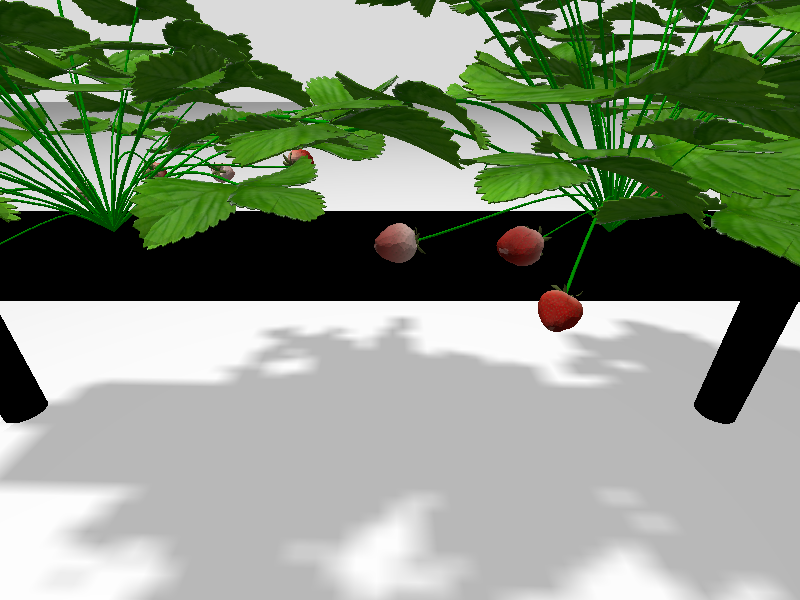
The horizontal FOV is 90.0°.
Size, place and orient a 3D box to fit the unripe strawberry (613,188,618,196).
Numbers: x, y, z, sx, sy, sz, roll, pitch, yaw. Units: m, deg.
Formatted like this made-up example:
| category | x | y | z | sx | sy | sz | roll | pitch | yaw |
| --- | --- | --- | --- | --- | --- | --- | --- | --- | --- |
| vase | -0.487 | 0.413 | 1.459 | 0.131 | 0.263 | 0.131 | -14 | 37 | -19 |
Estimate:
| category | x | y | z | sx | sy | sz | roll | pitch | yaw |
| --- | --- | --- | --- | --- | --- | --- | --- | --- | --- |
| unripe strawberry | 0.244 | -0.121 | 0.455 | 0.011 | 0.011 | 0.011 | 13 | 31 | 23 |

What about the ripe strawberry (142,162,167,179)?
| category | x | y | z | sx | sy | sz | roll | pitch | yaw |
| --- | --- | --- | --- | --- | --- | --- | --- | --- | --- |
| ripe strawberry | -0.324 | -0.167 | 0.531 | 0.029 | 0.030 | 0.031 | -9 | -3 | -16 |

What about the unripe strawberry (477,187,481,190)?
| category | x | y | z | sx | sy | sz | roll | pitch | yaw |
| --- | --- | --- | --- | --- | --- | --- | --- | --- | --- |
| unripe strawberry | 0.093 | -0.128 | 0.461 | 0.009 | 0.010 | 0.010 | -21 | 35 | -34 |

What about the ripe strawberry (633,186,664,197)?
| category | x | y | z | sx | sy | sz | roll | pitch | yaw |
| --- | --- | --- | --- | --- | --- | --- | --- | --- | --- |
| ripe strawberry | 0.259 | -0.107 | 0.417 | 0.029 | 0.025 | 0.029 | -24 | 36 | -39 |

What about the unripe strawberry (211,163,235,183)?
| category | x | y | z | sx | sy | sz | roll | pitch | yaw |
| --- | --- | --- | --- | --- | --- | --- | --- | --- | --- |
| unripe strawberry | -0.236 | -0.170 | 0.537 | 0.029 | 0.026 | 0.026 | 3 | 8 | 6 |

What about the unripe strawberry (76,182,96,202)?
| category | x | y | z | sx | sy | sz | roll | pitch | yaw |
| --- | --- | --- | --- | --- | --- | --- | --- | --- | --- |
| unripe strawberry | -0.355 | -0.122 | 0.452 | 0.018 | 0.021 | 0.020 | -23 | 29 | -36 |

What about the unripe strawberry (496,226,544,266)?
| category | x | y | z | sx | sy | sz | roll | pitch | yaw |
| --- | --- | --- | --- | --- | --- | --- | --- | --- | --- |
| unripe strawberry | 0.084 | -0.037 | 0.284 | 0.029 | 0.029 | 0.032 | -21 | 34 | -32 |

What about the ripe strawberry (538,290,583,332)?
| category | x | y | z | sx | sy | sz | roll | pitch | yaw |
| --- | --- | --- | --- | --- | --- | --- | --- | --- | --- |
| ripe strawberry | 0.084 | 0.007 | 0.212 | 0.023 | 0.023 | 0.019 | 17 | -32 | 28 |

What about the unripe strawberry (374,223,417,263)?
| category | x | y | z | sx | sy | sz | roll | pitch | yaw |
| --- | --- | --- | --- | --- | --- | --- | --- | --- | --- |
| unripe strawberry | -0.004 | -0.041 | 0.294 | 0.030 | 0.030 | 0.028 | -10 | 30 | -17 |

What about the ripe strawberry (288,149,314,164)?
| category | x | y | z | sx | sy | sz | roll | pitch | yaw |
| --- | --- | --- | --- | --- | --- | --- | --- | --- | --- |
| ripe strawberry | -0.135 | -0.187 | 0.552 | 0.037 | 0.042 | 0.040 | 15 | 31 | 25 |
